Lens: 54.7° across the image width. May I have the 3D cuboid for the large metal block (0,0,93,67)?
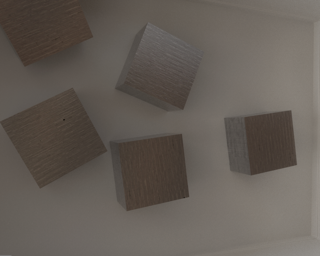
[{"bbox_3d":[-0.131,-0.124,0.334,0.080,0.050,0.080,-30,125,-18],"label":"large metal block"}]

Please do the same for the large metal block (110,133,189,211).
[{"bbox_3d":[-0.014,0.051,0.393,0.081,0.050,0.079,-8,93,-20],"label":"large metal block"}]

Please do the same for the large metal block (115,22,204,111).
[{"bbox_3d":[-0.001,-0.074,0.398,0.080,0.050,0.080,23,82,-19],"label":"large metal block"}]

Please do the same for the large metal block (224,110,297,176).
[{"bbox_3d":[0.146,0.019,0.453,0.081,0.050,0.079,-8,93,-20],"label":"large metal block"}]

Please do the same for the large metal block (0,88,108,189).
[{"bbox_3d":[-0.119,0.010,0.354,0.080,0.050,0.080,-30,100,-18],"label":"large metal block"}]
